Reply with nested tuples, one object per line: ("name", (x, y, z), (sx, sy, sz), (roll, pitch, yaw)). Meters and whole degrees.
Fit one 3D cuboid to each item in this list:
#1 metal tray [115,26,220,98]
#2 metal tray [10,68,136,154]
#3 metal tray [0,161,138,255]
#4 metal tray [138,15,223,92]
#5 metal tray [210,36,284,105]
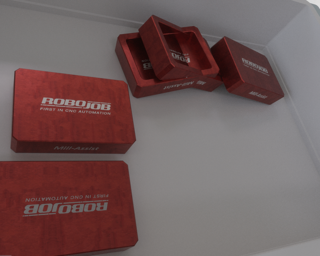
("metal tray", (0.011, -0.099, 0.453), (0.131, 0.030, 0.090), (-14, 69, -22))
("metal tray", (-0.099, -0.017, 0.360), (0.131, 0.030, 0.090), (3, 60, -27))
("metal tray", (-0.093, 0.079, 0.304), (0.131, 0.030, 0.090), (3, 60, -27))
("metal tray", (0.036, -0.107, 0.461), (0.131, 0.030, 0.090), (4, 58, -47))
("metal tray", (0.148, -0.093, 0.518), (0.131, 0.030, 0.090), (8, 57, -41))
